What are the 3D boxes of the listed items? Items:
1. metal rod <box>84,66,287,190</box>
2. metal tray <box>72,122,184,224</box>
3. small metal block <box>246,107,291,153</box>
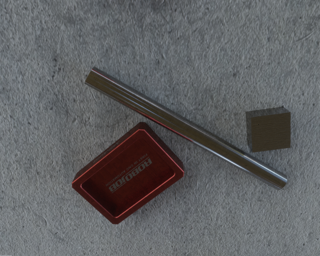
[{"bbox_3d":[0.042,0.006,0.412,0.301,0.025,0.025,29,107,-11],"label":"metal rod"},{"bbox_3d":[-0.044,0.065,0.430,0.130,0.030,0.090,-38,106,12],"label":"metal tray"},{"bbox_3d":[0.144,0.002,0.413,0.050,0.025,0.050,-8,110,2],"label":"small metal block"}]
